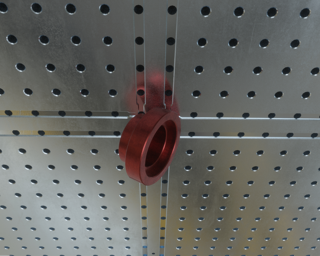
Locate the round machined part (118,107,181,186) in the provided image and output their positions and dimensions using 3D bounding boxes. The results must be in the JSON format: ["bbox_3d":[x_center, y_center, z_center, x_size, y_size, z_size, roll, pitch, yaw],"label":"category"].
[{"bbox_3d":[-0.015,0.020,0.392,0.042,0.098,0.097,20,135,25],"label":"round machined part"}]
